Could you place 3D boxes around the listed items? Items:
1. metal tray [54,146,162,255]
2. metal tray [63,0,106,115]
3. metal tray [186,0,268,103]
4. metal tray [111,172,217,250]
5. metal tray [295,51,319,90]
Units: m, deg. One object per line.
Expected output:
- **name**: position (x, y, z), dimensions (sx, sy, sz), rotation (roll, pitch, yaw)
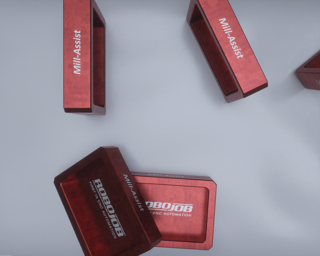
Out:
- **metal tray**: position (-0.067, 0.098, 0.378), dimensions (0.090, 0.030, 0.130), rotation (-33, 76, 20)
- **metal tray**: position (-0.089, -0.082, 0.377), dimensions (0.030, 0.090, 0.129), rotation (0, 90, 0)
- **metal tray**: position (0.077, -0.097, 0.379), dimensions (0.030, 0.090, 0.130), rotation (-26, 90, 0)
- **metal tray**: position (0.005, 0.107, 0.408), dimensions (0.131, 0.030, 0.089), rotation (4, 90, 0)
- **metal tray**: position (0.230, -0.080, 0.356), dimensions (0.090, 0.130, 0.030), rotation (-39, 102, 3)
